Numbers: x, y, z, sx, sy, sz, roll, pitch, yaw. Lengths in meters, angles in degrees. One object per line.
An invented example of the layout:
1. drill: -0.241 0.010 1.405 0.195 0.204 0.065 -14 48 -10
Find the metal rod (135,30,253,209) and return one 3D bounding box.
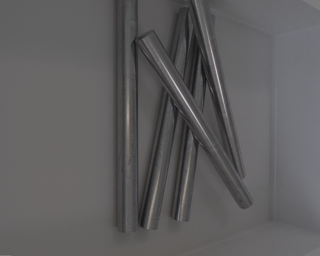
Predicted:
1. metal rod: 0.058 0.005 0.420 0.025 0.025 0.299 -49 119 -29

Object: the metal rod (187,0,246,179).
1. metal rod: 0.087 -0.047 0.451 0.025 0.025 0.298 -38 122 -33

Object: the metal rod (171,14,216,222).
1. metal rod: 0.049 -0.020 0.447 0.025 0.025 0.298 14 81 -39

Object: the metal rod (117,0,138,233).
1. metal rod: -0.039 -0.027 0.373 0.025 0.025 0.298 0 90 -40

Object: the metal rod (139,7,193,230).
1. metal rod: 0.012 -0.019 0.415 0.025 0.025 0.299 18 79 -39
